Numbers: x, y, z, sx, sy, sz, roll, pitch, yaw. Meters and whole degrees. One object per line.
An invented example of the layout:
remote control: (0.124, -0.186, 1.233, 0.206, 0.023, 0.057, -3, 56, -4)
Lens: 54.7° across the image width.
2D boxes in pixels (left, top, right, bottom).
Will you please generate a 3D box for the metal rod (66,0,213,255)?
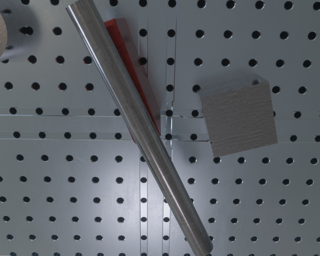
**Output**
metal rod: (-0.010, 0.016, 0.322, 0.025, 0.025, 0.299, -23, 109, 8)

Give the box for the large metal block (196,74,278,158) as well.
large metal block: (0.096, -0.017, 0.395, 0.080, 0.050, 0.080, -14, 110, 5)

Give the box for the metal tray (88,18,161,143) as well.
metal tray: (-0.035, -0.057, 0.357, 0.030, 0.090, 0.129, -19, 109, 7)

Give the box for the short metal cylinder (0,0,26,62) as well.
short metal cylinder: (-0.205, -0.114, 0.356, 0.081, 0.050, 0.079, 0, 110, 0)
